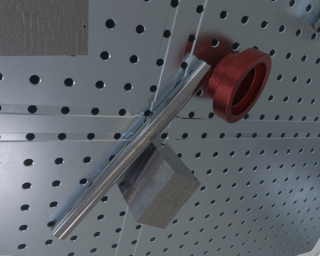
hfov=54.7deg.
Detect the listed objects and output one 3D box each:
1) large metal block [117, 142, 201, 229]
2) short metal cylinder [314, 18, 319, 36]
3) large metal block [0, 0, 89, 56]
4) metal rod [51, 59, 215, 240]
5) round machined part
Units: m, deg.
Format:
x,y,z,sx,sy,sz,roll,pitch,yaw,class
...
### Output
x,y,z,sx,sy,sz,roll,pitch,yaw,class
-0.005,0.074,0.419,0.050,0.080,0.080,29,102,-38,large metal block
0.268,-0.145,0.432,0.080,0.080,0.050,28,103,-38,short metal cylinder
-0.108,-0.109,0.268,0.081,0.050,0.079,-7,122,-25,large metal block
-0.039,0.032,0.409,0.299,0.025,0.025,-48,129,6,metal rod
0.099,-0.058,0.403,0.099,0.042,0.097,-36,145,-30,round machined part
